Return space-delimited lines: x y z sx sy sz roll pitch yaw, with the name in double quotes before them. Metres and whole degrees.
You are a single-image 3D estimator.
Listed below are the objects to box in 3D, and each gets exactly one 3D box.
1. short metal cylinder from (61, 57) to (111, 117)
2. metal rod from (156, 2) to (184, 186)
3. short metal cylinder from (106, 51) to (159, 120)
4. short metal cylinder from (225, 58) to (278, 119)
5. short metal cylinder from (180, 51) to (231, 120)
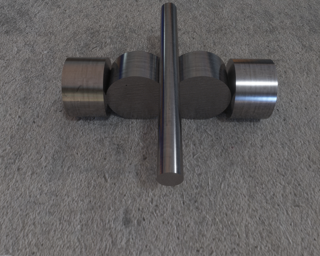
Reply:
"short metal cylinder" -0.094 -0.054 0.414 0.050 0.080 0.080 1 50 0
"metal rod" 0.012 -0.067 0.381 0.025 0.025 0.300 1 50 0
"short metal cylinder" -0.029 -0.055 0.416 0.080 0.080 0.050 1 50 0
"short metal cylinder" 0.117 -0.052 0.414 0.050 0.080 0.080 1 50 0
"short metal cylinder" 0.051 -0.056 0.416 0.080 0.080 0.050 1 50 0
